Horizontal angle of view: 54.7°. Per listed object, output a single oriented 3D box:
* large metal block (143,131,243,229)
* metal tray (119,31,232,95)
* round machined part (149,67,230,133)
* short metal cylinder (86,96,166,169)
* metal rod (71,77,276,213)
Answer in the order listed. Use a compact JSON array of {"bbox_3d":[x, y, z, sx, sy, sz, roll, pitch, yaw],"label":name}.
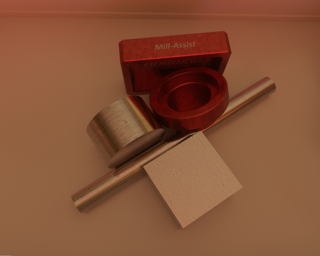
[{"bbox_3d":[0.036,0.063,0.371,0.080,0.050,0.080,-31,73,-11],"label":"large metal block"},{"bbox_3d":[0.017,-0.081,0.402,0.131,0.090,0.030,-6,71,-3],"label":"metal tray"},{"bbox_3d":[0.039,-0.032,0.396,0.098,0.042,0.098,-10,44,10],"label":"round machined part"},{"bbox_3d":[-0.041,0.006,0.376,0.080,0.080,0.050,-32,74,-11],"label":"short metal cylinder"},{"bbox_3d":[0.026,0.016,0.403,0.301,0.025,0.025,-31,73,-11],"label":"metal rod"}]
